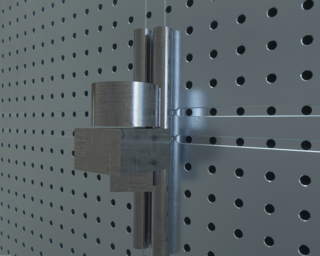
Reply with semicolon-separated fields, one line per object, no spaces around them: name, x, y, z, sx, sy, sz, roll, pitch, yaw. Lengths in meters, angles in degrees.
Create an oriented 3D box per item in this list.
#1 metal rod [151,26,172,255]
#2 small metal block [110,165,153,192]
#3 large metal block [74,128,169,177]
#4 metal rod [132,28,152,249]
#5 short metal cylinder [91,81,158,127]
metal rod;0.002;0.020;0.407;0.025;0.025;0.298;1;91;39
small metal block;-0.036;0.063;0.391;0.050;0.050;0.025;1;91;-5
large metal block;-0.046;0.025;0.377;0.080;0.081;0.050;1;91;39
metal rod;-0.025;0.015;0.430;0.025;0.025;0.298;1;91;39
short metal cylinder;-0.043;-0.027;0.379;0.080;0.081;0.050;1;91;39
